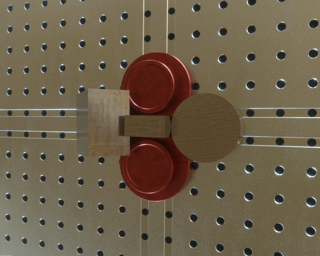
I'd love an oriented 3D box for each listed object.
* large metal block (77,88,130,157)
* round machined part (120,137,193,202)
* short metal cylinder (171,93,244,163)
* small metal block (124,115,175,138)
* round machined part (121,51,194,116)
[{"bbox_3d":[-0.077,-0.006,0.404,0.050,0.080,0.080,0,90,-25],"label":"large metal block"},{"bbox_3d":[-0.009,0.048,0.407,0.098,0.042,0.097,0,90,20],"label":"round machined part"},{"bbox_3d":[0.059,0.000,0.377,0.080,0.050,0.080,0,90,20],"label":"short metal cylinder"},{"bbox_3d":[-0.009,-0.002,0.379,0.050,0.050,0.025,2,91,20],"label":"small metal block"},{"bbox_3d":[-0.008,-0.052,0.406,0.098,0.042,0.097,0,90,20],"label":"round machined part"}]
